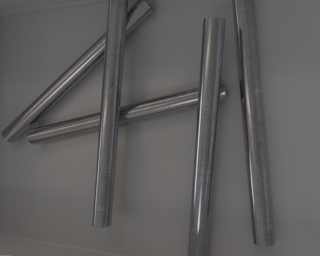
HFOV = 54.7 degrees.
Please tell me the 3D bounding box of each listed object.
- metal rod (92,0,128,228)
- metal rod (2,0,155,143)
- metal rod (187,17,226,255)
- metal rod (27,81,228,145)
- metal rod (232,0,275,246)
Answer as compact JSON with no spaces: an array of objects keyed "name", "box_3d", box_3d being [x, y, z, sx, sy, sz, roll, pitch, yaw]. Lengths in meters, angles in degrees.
[{"name":"metal rod","box_3d":[-0.065,-0.021,0.405,0.025,0.025,0.298,5,92,20]},{"name":"metal rod","box_3d":[-0.129,-0.076,0.455,0.300,0.025,0.025,-38,78,15]},{"name":"metal rod","box_3d":[0.054,0.025,0.372,0.025,0.025,0.298,6,99,20]},{"name":"metal rod","box_3d":[-0.058,-0.016,0.430,0.301,0.025,0.025,-12,86,19]},{"name":"metal rod","box_3d":[0.111,-0.013,0.371,0.025,0.025,0.298,-5,88,20]}]
